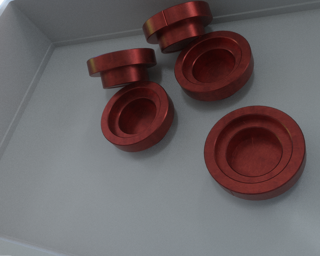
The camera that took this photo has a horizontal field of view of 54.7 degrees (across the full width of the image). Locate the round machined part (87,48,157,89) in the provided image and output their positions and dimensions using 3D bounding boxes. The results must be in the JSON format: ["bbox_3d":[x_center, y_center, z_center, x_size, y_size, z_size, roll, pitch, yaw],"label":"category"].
[{"bbox_3d":[-0.052,-0.083,0.448,0.098,0.098,0.042,-8,96,23],"label":"round machined part"}]

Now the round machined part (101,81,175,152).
[{"bbox_3d":[-0.026,-0.012,0.414,0.098,0.042,0.098,-13,56,20],"label":"round machined part"}]

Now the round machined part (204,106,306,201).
[{"bbox_3d":[0.100,0.029,0.325,0.098,0.042,0.098,-13,56,20],"label":"round machined part"}]

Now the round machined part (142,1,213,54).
[{"bbox_3d":[0.028,-0.137,0.440,0.098,0.098,0.042,-17,92,18],"label":"round machined part"}]

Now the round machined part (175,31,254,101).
[{"bbox_3d":[0.072,-0.075,0.402,0.098,0.042,0.098,-13,56,20],"label":"round machined part"}]
